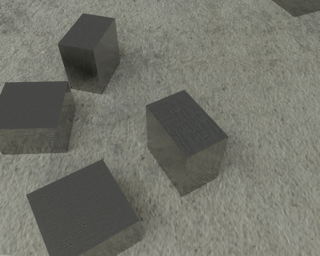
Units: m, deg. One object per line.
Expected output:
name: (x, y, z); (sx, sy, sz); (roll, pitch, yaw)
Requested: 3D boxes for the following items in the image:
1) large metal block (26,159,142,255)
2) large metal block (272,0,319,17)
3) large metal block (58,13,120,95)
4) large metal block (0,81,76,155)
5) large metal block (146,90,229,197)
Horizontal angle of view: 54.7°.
large metal block: (-0.074, 0.091, 0.310); (0.081, 0.050, 0.080); (-25, 55, -20)
large metal block: (0.284, -0.273, 0.620); (0.081, 0.050, 0.080); (-19, 53, -16)
large metal block: (-0.100, -0.109, 0.458); (0.050, 0.080, 0.080); (12, 51, 9)
large metal block: (-0.159, -0.014, 0.397); (0.081, 0.050, 0.080); (-2, 50, -2)
large metal block: (0.027, 0.018, 0.353); (0.050, 0.080, 0.080); (-24, 55, -19)
